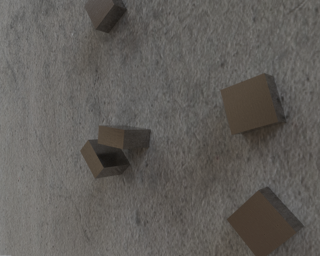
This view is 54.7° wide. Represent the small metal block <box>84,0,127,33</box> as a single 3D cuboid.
[{"bbox_3d":[-0.084,-0.183,0.471,0.050,0.025,0.050,-41,66,32],"label":"small metal block"}]

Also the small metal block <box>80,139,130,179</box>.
[{"bbox_3d":[-0.080,0.043,0.452,0.025,0.050,0.050,-50,61,28],"label":"small metal block"}]

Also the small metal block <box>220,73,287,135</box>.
[{"bbox_3d":[0.097,-0.023,0.324,0.050,0.025,0.050,-20,78,38],"label":"small metal block"}]

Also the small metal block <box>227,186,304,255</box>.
[{"bbox_3d":[0.106,0.097,0.316,0.050,0.025,0.050,51,120,27],"label":"small metal block"}]

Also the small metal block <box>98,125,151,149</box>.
[{"bbox_3d":[-0.049,0.012,0.427,0.050,0.050,0.025,9,96,39],"label":"small metal block"}]
